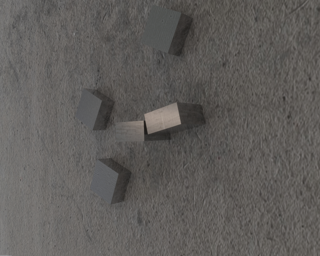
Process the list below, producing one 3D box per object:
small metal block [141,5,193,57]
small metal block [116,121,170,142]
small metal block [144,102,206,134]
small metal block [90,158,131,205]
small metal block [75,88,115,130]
[{"bbox_3d":[0.008,-0.125,0.398,0.050,0.025,0.050,31,109,35],"label":"small metal block"},{"bbox_3d":[-0.022,0.004,0.407,0.050,0.050,0.025,-3,88,40],"label":"small metal block"},{"bbox_3d":[0.018,-0.011,0.374,0.050,0.050,0.025,-18,79,38],"label":"small metal block"},{"bbox_3d":[-0.075,0.079,0.467,0.050,0.025,0.050,26,106,37],"label":"small metal block"},{"bbox_3d":[-0.104,-0.030,0.491,0.050,0.025,0.050,33,111,35],"label":"small metal block"}]
